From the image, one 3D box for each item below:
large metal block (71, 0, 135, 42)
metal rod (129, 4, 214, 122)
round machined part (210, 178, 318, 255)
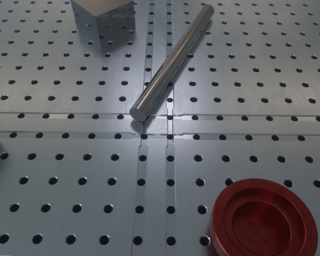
[{"bbox_3d":[-0.103,-0.212,0.568,0.080,0.050,0.080,-34,58,-25],"label":"large metal block"},{"bbox_3d":[0.031,-0.122,0.510,0.025,0.025,0.301,19,52,15],"label":"metal rod"},{"bbox_3d":[0.099,0.103,0.310,0.099,0.042,0.098,0,50,0],"label":"round machined part"}]
